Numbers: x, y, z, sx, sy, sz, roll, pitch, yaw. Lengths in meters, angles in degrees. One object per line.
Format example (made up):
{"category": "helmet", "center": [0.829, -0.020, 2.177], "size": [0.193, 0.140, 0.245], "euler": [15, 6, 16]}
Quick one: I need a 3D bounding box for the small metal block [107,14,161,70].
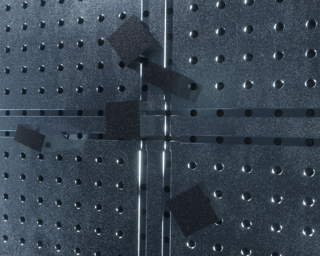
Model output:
{"category": "small metal block", "center": [-0.036, -0.117, 0.424], "size": [0.050, 0.025, 0.050], "euler": [-38, 78, 16]}

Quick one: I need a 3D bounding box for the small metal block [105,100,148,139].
{"category": "small metal block", "center": [-0.046, -0.011, 0.428], "size": [0.050, 0.025, 0.050], "euler": [-3, 89, 19]}

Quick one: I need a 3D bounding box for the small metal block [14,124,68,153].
{"category": "small metal block", "center": [-0.175, 0.014, 0.459], "size": [0.050, 0.050, 0.025], "euler": [20, 97, 18]}

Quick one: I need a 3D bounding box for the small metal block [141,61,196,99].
{"category": "small metal block", "center": [0.012, -0.060, 0.394], "size": [0.050, 0.050, 0.025], "euler": [26, 99, 17]}

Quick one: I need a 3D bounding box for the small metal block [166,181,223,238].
{"category": "small metal block", "center": [0.044, 0.103, 0.397], "size": [0.050, 0.025, 0.050], "euler": [-32, 80, 16]}
